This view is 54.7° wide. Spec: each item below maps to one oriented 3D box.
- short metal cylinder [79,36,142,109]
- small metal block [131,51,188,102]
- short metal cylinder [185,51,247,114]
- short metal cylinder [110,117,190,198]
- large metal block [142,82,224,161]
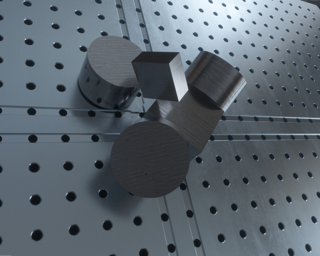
[{"bbox_3d":[-0.059,-0.071,0.400,0.081,0.050,0.080,14,56,-21],"label":"short metal cylinder"},{"bbox_3d":[0.001,-0.060,0.361,0.050,0.050,0.025,10,45,31],"label":"small metal block"},{"bbox_3d":[0.073,-0.063,0.437,0.080,0.080,0.050,37,90,-4],"label":"short metal cylinder"},{"bbox_3d":[-0.009,0.029,0.338,0.080,0.050,0.079,0,97,1],"label":"short metal cylinder"},{"bbox_3d":[0.025,-0.010,0.404,0.080,0.050,0.080,38,51,-3],"label":"large metal block"}]
